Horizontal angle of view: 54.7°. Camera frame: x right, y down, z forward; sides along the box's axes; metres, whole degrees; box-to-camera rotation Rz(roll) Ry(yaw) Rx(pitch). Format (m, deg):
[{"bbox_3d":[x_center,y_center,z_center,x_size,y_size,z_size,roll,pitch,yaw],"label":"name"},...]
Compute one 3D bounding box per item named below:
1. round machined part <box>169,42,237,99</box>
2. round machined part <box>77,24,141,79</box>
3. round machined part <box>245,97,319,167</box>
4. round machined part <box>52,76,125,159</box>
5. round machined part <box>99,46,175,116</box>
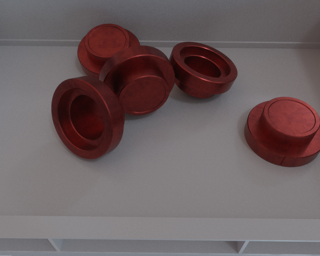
[{"bbox_3d":[0.058,-0.080,0.450,0.099,0.042,0.098,12,43,-11],"label":"round machined part"},{"bbox_3d":[-0.079,-0.123,0.482,0.099,0.042,0.098,0,64,-1],"label":"round machined part"},{"bbox_3d":[0.162,-0.002,0.397,0.099,0.042,0.098,0,50,0],"label":"round machined part"},{"bbox_3d":[-0.082,-0.015,0.377,0.098,0.097,0.042,29,30,22],"label":"round machined part"},{"bbox_3d":[-0.026,-0.054,0.403,0.099,0.097,0.042,-14,52,-12],"label":"round machined part"}]
